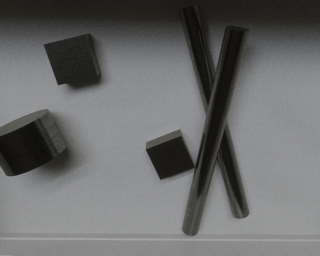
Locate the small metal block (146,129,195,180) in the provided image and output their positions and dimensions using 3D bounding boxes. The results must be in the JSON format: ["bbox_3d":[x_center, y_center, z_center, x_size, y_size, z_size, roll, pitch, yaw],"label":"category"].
[{"bbox_3d":[0.014,0.036,0.425,0.050,0.025,0.050,-22,109,7],"label":"small metal block"}]

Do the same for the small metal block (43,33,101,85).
[{"bbox_3d":[-0.105,-0.084,0.379,0.050,0.025,0.050,-13,110,4],"label":"small metal block"}]

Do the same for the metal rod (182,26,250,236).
[{"bbox_3d":[0.064,0.024,0.399,0.025,0.025,0.298,6,118,-3],"label":"metal rod"}]

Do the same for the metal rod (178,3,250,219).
[{"bbox_3d":[0.077,-0.007,0.409,0.025,0.025,0.298,-16,110,5],"label":"metal rod"}]

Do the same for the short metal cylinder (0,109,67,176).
[{"bbox_3d":[-0.166,0.016,0.386,0.080,0.080,0.050,-19,109,6],"label":"short metal cylinder"}]
